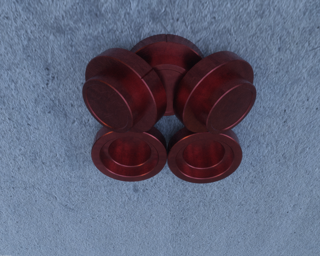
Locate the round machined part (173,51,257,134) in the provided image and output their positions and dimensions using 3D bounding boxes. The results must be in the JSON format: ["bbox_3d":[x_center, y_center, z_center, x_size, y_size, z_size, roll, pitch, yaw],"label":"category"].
[{"bbox_3d":[0.067,-0.032,0.343,0.099,0.042,0.097,-24,141,-21],"label":"round machined part"}]

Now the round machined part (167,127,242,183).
[{"bbox_3d":[0.059,0.029,0.423,0.099,0.042,0.097,-1,130,0],"label":"round machined part"}]

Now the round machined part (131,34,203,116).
[{"bbox_3d":[0.006,-0.052,0.352,0.099,0.042,0.097,-1,130,0],"label":"round machined part"}]

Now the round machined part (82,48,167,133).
[{"bbox_3d":[-0.045,-0.033,0.337,0.098,0.042,0.097,24,139,23],"label":"round machined part"}]

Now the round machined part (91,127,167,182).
[{"bbox_3d":[-0.040,0.025,0.418,0.099,0.042,0.097,-1,130,0],"label":"round machined part"}]
